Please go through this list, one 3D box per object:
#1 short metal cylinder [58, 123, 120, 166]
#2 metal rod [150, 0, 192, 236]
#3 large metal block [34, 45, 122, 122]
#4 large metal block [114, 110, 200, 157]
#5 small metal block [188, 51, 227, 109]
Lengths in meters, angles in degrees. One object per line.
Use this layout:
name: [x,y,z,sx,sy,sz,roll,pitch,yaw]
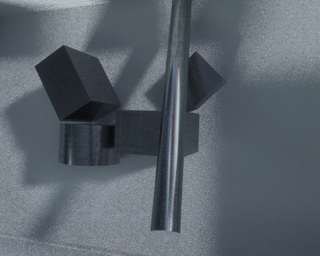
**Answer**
short metal cylinder: [-0.092,0.020,0.413,0.080,0.080,0.050,3,91,19]
metal rod: [0.017,-0.043,0.331,0.025,0.025,0.299,-6,60,19]
large metal block: [-0.107,-0.055,0.418,0.050,0.080,0.080,-30,80,17]
large metal block: [0.000,0.005,0.381,0.080,0.080,0.050,2,91,19]
small metal block: [0.047,-0.060,0.393,0.050,0.025,0.050,-44,77,14]
